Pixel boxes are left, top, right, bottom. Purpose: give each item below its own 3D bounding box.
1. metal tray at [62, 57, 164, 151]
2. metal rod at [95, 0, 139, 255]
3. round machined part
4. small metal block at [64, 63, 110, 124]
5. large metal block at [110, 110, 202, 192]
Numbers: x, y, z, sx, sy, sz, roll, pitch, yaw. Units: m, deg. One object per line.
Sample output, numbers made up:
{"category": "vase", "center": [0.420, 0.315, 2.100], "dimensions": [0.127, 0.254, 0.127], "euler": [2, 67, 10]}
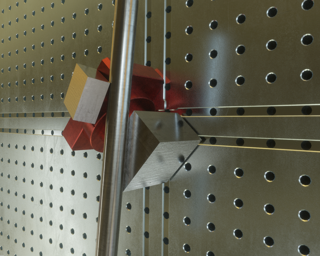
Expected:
{"category": "metal tray", "center": [-0.063, -0.027, 0.416], "dimensions": [0.030, 0.091, 0.129], "euler": [51, 119, 28]}
{"category": "metal rod", "center": [-0.049, 0.011, 0.343], "dimensions": [0.025, 0.025, 0.298], "euler": [9, 96, 39]}
{"category": "round machined part", "center": [-0.045, -0.001, 0.402], "dimensions": [0.042, 0.099, 0.097], "euler": [50, 119, 28]}
{"category": "small metal block", "center": [-0.084, -0.039, 0.349], "dimensions": [0.050, 0.025, 0.050], "euler": [45, 117, 51]}
{"category": "large metal block", "center": [-0.010, 0.027, 0.376], "dimensions": [0.050, 0.081, 0.080], "euler": [50, 119, 28]}
